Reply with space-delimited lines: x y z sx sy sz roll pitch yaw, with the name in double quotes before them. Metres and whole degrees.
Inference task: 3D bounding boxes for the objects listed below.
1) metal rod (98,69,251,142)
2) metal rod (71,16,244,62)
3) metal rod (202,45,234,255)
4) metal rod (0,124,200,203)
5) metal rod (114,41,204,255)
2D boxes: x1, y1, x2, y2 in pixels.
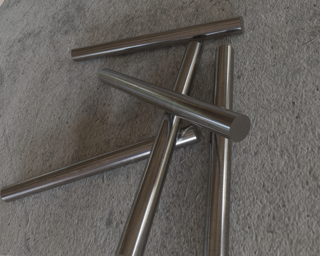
"metal rod" -0.010 -0.042 0.384 0.025 0.025 0.300 -51 36 -8
"metal rod" -0.020 -0.138 0.499 0.300 0.025 0.025 -2 61 27
"metal rod" 0.068 0.027 0.351 0.025 0.025 0.300 -6 59 25
"metal rod" -0.092 0.052 0.420 0.301 0.025 0.025 -19 54 17
"metal rod" 0.011 0.001 0.363 0.025 0.025 0.300 -2 50 27
